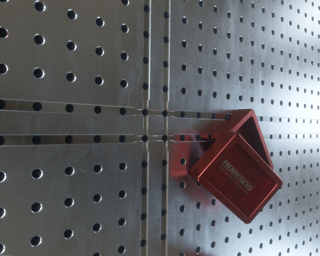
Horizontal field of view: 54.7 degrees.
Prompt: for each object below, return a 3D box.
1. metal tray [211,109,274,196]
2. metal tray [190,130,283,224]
[{"bbox_3d":[0.144,0.043,0.529,0.091,0.030,0.129,-39,114,-33],"label":"metal tray"},{"bbox_3d":[0.119,0.077,0.476,0.130,0.030,0.090,43,86,-23],"label":"metal tray"}]
